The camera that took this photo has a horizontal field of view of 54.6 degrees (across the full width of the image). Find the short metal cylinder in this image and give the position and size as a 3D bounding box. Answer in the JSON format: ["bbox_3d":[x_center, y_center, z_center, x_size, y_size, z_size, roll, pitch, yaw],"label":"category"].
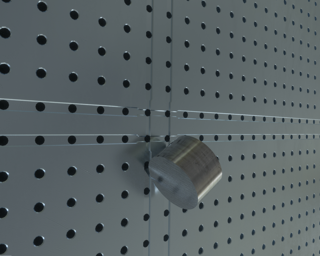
[{"bbox_3d":[0.032,0.057,0.399,0.050,0.080,0.080,-37,113,-34],"label":"short metal cylinder"}]
